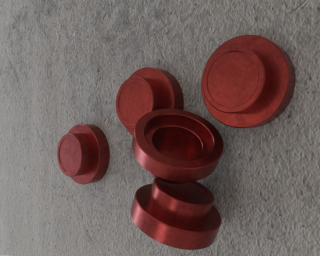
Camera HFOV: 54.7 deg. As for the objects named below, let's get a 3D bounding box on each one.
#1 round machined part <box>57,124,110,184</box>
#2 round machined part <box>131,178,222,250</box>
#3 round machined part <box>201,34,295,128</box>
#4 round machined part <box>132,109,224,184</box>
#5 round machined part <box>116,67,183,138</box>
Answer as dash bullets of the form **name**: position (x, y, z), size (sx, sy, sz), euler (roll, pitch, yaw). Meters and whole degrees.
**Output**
- **round machined part**: position (-0.130, 0.043, 0.501), size (0.098, 0.042, 0.097), euler (0, 90, 40)
- **round machined part**: position (0.021, 0.084, 0.341), size (0.098, 0.099, 0.042), euler (27, 107, 37)
- **round machined part**: position (0.084, -0.049, 0.324), size (0.098, 0.042, 0.097), euler (0, 90, 40)
- **round machined part**: position (0.018, 0.024, 0.348), size (0.098, 0.099, 0.042), euler (42, 137, 32)
- **round machined part**: position (-0.021, -0.032, 0.411), size (0.098, 0.042, 0.097), euler (0, 90, 40)
